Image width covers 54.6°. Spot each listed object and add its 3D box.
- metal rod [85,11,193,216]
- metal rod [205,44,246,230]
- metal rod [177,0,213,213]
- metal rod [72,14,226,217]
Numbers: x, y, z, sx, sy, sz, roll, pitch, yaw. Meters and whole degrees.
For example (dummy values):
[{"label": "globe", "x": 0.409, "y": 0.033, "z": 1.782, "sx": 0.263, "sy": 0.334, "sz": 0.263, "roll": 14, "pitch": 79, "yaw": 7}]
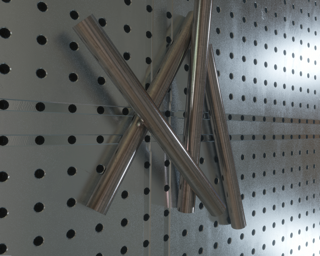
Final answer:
[{"label": "metal rod", "x": -0.010, "y": -0.034, "z": 0.399, "sx": 0.025, "sy": 0.025, "sz": 0.300, "roll": 40, "pitch": 66, "yaw": -33}, {"label": "metal rod", "x": 0.098, "y": 0.020, "z": 0.489, "sx": 0.025, "sy": 0.025, "sz": 0.298, "roll": -22, "pitch": 104, "yaw": -38}, {"label": "metal rod", "x": 0.048, "y": -0.032, "z": 0.427, "sx": 0.025, "sy": 0.025, "sz": 0.298, "roll": 1, "pitch": 96, "yaw": -40}, {"label": "metal rod", "x": 0.001, "y": 0.003, "z": 0.374, "sx": 0.025, "sy": 0.025, "sz": 0.300, "roll": -49, "pitch": 117, "yaw": -28}]
